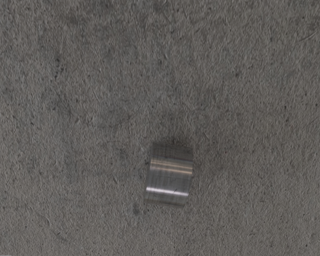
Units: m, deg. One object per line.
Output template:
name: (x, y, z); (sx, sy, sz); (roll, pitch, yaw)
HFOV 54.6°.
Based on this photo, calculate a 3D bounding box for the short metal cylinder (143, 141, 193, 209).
short metal cylinder: (0.009, 0.060, 0.403); (0.050, 0.080, 0.079); (9, 110, -3)
